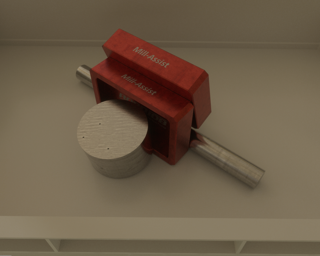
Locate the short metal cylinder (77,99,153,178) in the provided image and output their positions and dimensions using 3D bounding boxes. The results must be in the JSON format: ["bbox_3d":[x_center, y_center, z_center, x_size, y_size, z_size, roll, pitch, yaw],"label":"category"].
[{"bbox_3d":[-0.051,0.013,0.368,0.080,0.050,0.080,-3,57,4],"label":"short metal cylinder"}]

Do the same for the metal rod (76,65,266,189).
[{"bbox_3d":[-0.002,-0.013,0.416,0.300,0.025,0.025,32,57,23],"label":"metal rod"}]

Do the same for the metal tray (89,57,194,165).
[{"bbox_3d":[-0.024,-0.020,0.378,0.130,0.089,0.030,32,57,23],"label":"metal tray"}]

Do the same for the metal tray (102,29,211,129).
[{"bbox_3d":[-0.002,-0.058,0.377,0.130,0.090,0.030,32,74,23],"label":"metal tray"}]

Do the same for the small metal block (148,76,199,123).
[{"bbox_3d":[0.019,-0.042,0.438,0.050,0.025,0.050,33,57,24],"label":"small metal block"}]
